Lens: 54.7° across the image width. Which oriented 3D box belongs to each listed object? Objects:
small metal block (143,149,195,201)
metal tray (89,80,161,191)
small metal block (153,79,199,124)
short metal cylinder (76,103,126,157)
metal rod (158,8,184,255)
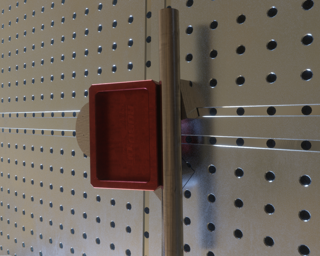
[{"bbox_3d":[0.008,0.059,0.400,0.050,0.025,0.050,46,117,29],"label":"small metal block"},{"bbox_3d":[-0.041,0.009,0.386,0.090,0.030,0.129,-1,89,20],"label":"metal tray"},{"bbox_3d":[0.016,-0.029,0.394,0.050,0.025,0.050,-19,78,38],"label":"small metal block"},{"bbox_3d":[-0.079,0.002,0.454,0.080,0.050,0.079,0,90,39],"label":"short metal cylinder"},{"bbox_3d":[0.013,0.012,0.364,0.025,0.025,0.298,-2,89,39],"label":"metal rod"}]
